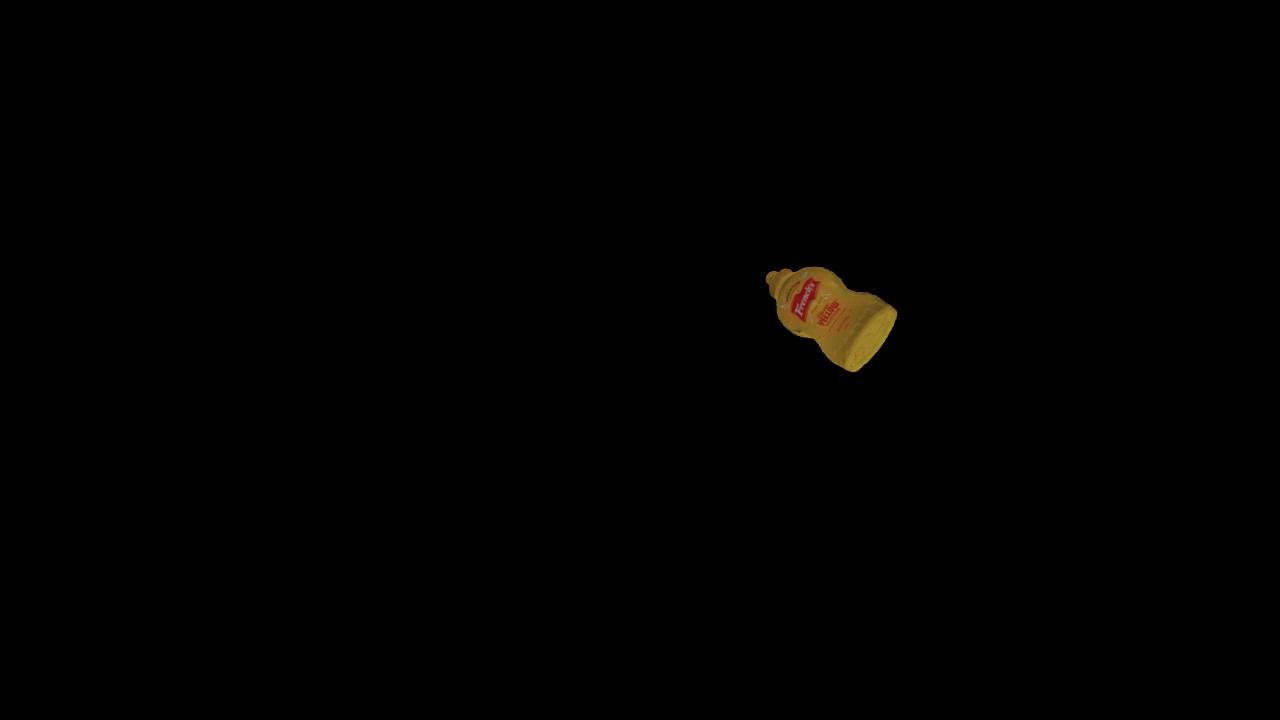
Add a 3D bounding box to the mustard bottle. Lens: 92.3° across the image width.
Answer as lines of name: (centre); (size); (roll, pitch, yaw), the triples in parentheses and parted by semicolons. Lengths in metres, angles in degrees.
mustard bottle: (0.221, -0.067, 0.768); (0.054, 0.092, 0.184); (12, 23, -40)
